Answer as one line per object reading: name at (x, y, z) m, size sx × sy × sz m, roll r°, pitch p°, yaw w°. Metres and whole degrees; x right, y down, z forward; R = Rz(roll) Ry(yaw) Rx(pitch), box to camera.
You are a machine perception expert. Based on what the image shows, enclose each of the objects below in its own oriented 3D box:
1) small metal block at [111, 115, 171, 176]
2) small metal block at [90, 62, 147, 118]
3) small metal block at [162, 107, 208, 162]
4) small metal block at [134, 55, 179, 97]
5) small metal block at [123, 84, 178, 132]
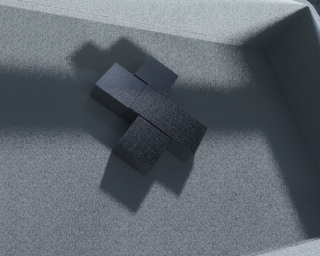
small metal block at (-0.022, 0.021, 0.379) m, size 0.050 × 0.025 × 0.050 m, roll 37°, pitch 52°, yaw -4°
small metal block at (-0.054, -0.050, 0.404) m, size 0.050 × 0.025 × 0.050 m, roll 36°, pitch 51°, yaw -5°
small metal block at (0.029, 0.008, 0.413) m, size 0.050 × 0.025 × 0.050 m, roll 36°, pitch 51°, yaw -5°
small metal block at (-0.009, -0.067, 0.439) m, size 0.050 × 0.025 × 0.050 m, roll 36°, pitch 50°, yaw -4°
small metal block at (-0.012, -0.022, 0.409) m, size 0.050 × 0.025 × 0.050 m, roll 36°, pitch 51°, yaw -5°
